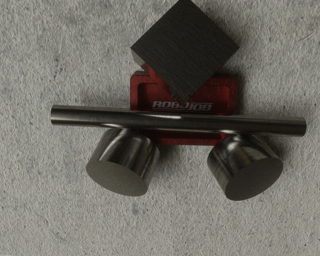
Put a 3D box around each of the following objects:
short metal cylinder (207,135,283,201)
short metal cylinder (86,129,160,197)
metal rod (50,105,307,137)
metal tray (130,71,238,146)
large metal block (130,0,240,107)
[{"bbox_3d":[0.108,0.049,0.399,0.081,0.050,0.079,-14,135,-14],"label":"short metal cylinder"},{"bbox_3d":[-0.046,0.045,0.394,0.080,0.050,0.080,13,143,11],"label":"short metal cylinder"},{"bbox_3d":[0.023,-0.008,0.376,0.302,0.025,0.025,3,110,-2],"label":"metal rod"},{"bbox_3d":[0.028,-0.025,0.400,0.131,0.030,0.089,2,110,-1],"label":"metal tray"},{"bbox_3d":[0.026,-0.082,0.345,0.080,0.050,0.080,45,87,2],"label":"large metal block"}]
